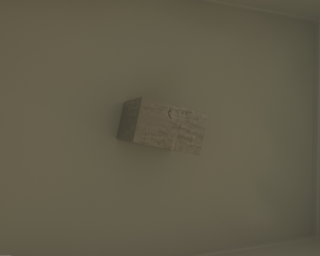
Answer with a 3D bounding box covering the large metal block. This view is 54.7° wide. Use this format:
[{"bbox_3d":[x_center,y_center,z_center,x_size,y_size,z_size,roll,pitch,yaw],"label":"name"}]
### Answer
[{"bbox_3d":[-0.001,-0.001,0.380,0.081,0.080,0.050,13,86,-20],"label":"large metal block"}]
